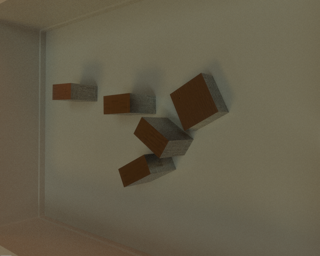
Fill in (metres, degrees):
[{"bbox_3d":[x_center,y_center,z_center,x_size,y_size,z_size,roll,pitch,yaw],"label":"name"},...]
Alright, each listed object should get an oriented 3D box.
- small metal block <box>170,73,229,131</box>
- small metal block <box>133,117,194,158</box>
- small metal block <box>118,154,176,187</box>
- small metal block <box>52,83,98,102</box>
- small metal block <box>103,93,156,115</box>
[{"bbox_3d":[0.046,-0.030,0.368,0.050,0.025,0.050,-32,70,35],"label":"small metal block"},{"bbox_3d":[0.005,0.011,0.385,0.050,0.050,0.025,41,115,32],"label":"small metal block"},{"bbox_3d":[-0.016,0.054,0.402,0.050,0.050,0.025,-32,71,35],"label":"small metal block"},{"bbox_3d":[-0.137,-0.057,0.501,0.050,0.050,0.025,3,92,39],"label":"small metal block"},{"bbox_3d":[-0.041,-0.031,0.422,0.050,0.050,0.025,-1,90,39],"label":"small metal block"}]
